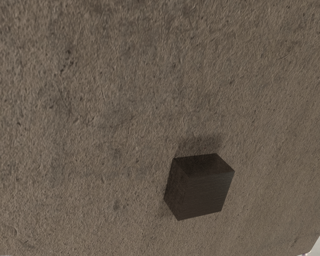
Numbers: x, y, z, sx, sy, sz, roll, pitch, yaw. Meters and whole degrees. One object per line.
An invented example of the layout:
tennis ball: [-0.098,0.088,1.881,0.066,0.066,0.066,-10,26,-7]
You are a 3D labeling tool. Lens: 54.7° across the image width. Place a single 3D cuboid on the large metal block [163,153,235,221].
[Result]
large metal block: [0.059,0.090,0.480,0.081,0.050,0.079,-4,120,-27]
